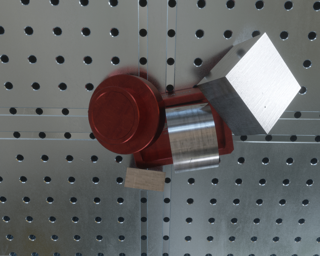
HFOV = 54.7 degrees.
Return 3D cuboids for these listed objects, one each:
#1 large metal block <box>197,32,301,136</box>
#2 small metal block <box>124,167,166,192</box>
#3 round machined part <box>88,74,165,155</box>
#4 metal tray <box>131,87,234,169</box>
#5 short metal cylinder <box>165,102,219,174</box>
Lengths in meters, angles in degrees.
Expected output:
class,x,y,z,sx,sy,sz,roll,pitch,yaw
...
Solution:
class,x,y,z,sx,sy,sz,roll,pitch,yaw
large metal block,0.104,-0.048,0.358,0.080,0.050,0.080,-47,108,-23
small metal block,-0.020,0.072,0.420,0.050,0.050,0.025,8,76,-2
round machined part,-0.047,-0.016,0.374,0.098,0.042,0.097,2,96,22
metal tray,0.025,-0.001,0.408,0.131,0.030,0.089,-11,110,3
short metal cylinder,0.037,0.011,0.371,0.050,0.080,0.079,-9,110,2
